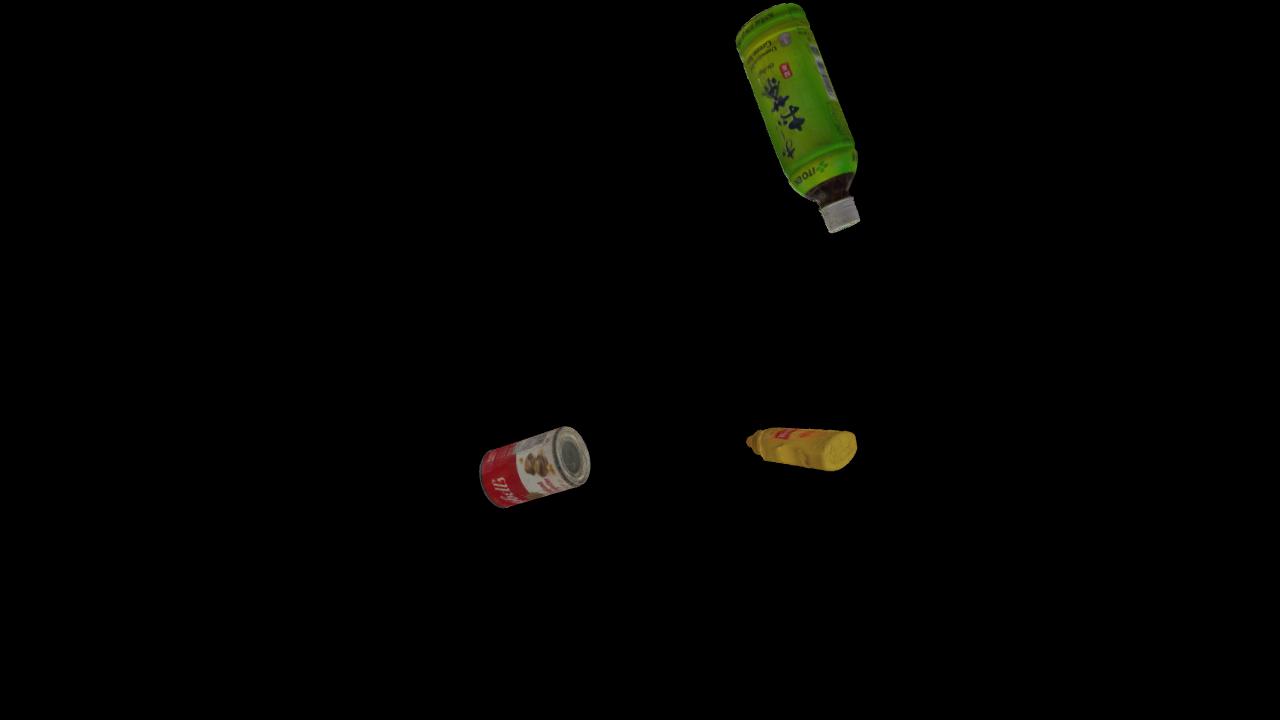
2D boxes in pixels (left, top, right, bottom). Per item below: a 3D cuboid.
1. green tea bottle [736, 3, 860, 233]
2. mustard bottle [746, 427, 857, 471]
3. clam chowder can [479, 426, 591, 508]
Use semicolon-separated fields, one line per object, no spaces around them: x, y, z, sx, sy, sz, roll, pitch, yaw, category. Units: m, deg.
0.159;-0.225;0.586;0.073;0.212;0.073;-21;-4;-1;green tea bottle
0.243;0.138;0.984;0.092;0.054;0.184;-26;14;-35;mustard bottle
-0.114;0.117;0.672;0.102;0.068;0.068;-21;-8;22;clam chowder can
